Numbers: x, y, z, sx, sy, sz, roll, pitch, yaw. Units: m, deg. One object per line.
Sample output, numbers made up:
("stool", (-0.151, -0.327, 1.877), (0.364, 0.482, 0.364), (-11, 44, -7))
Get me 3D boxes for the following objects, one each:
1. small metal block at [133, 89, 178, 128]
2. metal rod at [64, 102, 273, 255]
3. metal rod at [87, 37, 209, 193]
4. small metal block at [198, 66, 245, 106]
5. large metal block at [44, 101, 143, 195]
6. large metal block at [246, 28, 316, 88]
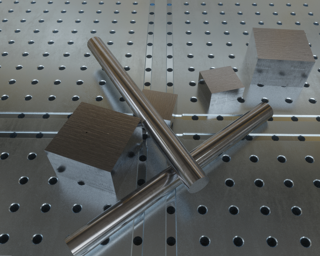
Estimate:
("small metal block", (-0.005, -0.024, 0.428), (0.050, 0.025, 0.050), (10, 51, 8))
("metal rod", (0.029, 0.048, 0.367), (0.302, 0.025, 0.025), (-32, 57, -24))
("metal rod", (-0.032, -0.038, 0.406), (0.025, 0.025, 0.300), (-23, 51, -18))
("small metal block", (0.090, -0.063, 0.461), (0.050, 0.025, 0.050), (-12, 51, -10))
("large metal block", (-0.074, 0.022, 0.372), (0.080, 0.050, 0.080), (16, 52, 13))
("large metal block", (0.184, -0.111, 0.486), (0.080, 0.050, 0.080), (4, 50, 3))
